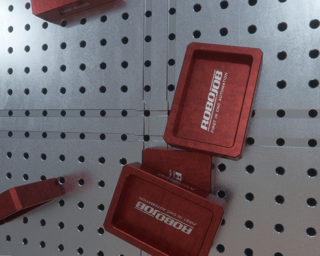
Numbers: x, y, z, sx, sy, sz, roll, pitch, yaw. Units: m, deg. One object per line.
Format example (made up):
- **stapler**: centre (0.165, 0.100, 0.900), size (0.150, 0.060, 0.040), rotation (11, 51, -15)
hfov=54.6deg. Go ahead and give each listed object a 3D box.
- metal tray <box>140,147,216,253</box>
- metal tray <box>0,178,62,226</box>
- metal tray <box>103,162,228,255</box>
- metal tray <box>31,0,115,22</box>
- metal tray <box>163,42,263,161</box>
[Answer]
- **metal tray**: centre (0.023, 0.092, 0.402), size (0.090, 0.030, 0.129), rotation (3, 91, 20)
- **metal tray**: centre (-0.224, 0.118, 0.458), size (0.130, 0.090, 0.030), rotation (-27, 81, 18)
- **metal tray**: centre (0.004, 0.106, 0.376), size (0.130, 0.030, 0.090), rotation (21, 97, 18)
- **metal tray**: centre (-0.131, -0.220, 0.457), size (0.130, 0.030, 0.090), rotation (-9, 87, 19)
- **metal tray**: centre (0.065, -0.034, 0.370), size (0.090, 0.030, 0.130), rotation (11, 80, 19)
